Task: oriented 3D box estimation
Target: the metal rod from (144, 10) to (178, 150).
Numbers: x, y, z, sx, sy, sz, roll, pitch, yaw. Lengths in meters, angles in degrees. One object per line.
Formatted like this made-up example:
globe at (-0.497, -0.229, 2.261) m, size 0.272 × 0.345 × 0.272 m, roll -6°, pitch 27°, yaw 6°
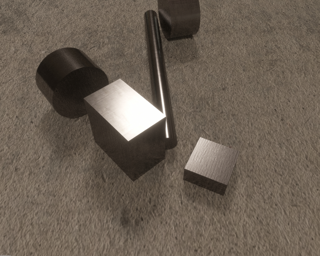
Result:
metal rod at (-0.004, -0.095, 0.482) m, size 0.025 × 0.025 × 0.300 m, roll -4°, pitch 50°, yaw -4°

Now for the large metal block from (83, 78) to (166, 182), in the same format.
large metal block at (-0.039, 0.003, 0.365) m, size 0.050 × 0.080 × 0.080 m, roll -34°, pitch 58°, yaw -25°

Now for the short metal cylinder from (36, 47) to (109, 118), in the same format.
short metal cylinder at (-0.117, -0.060, 0.417) m, size 0.081 × 0.080 × 0.050 m, roll -31°, pitch 57°, yaw -23°

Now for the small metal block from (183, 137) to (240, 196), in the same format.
small metal block at (0.061, 0.045, 0.367) m, size 0.050 × 0.025 × 0.050 m, roll 20°, pitch 53°, yaw 16°

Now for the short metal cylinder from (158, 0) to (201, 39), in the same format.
short metal cylinder at (0.032, -0.199, 0.535) m, size 0.050 × 0.080 × 0.080 m, roll -12°, pitch 51°, yaw -11°
